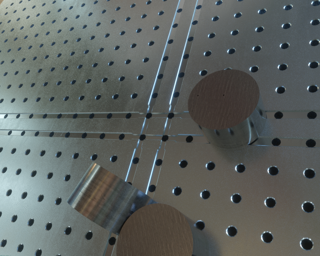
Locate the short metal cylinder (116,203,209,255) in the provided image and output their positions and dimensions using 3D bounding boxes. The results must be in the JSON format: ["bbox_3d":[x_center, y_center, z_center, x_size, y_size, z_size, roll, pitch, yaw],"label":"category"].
[{"bbox_3d":[0.004,0.123,0.314,0.080,0.050,0.080,-13,56,20],"label":"short metal cylinder"}]

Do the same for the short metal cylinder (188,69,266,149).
[{"bbox_3d":[0.079,-0.022,0.363,0.080,0.050,0.080,-13,56,20],"label":"short metal cylinder"}]

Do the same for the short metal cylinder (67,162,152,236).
[{"bbox_3d":[-0.056,0.081,0.351,0.080,0.080,0.050,22,74,36],"label":"short metal cylinder"}]
